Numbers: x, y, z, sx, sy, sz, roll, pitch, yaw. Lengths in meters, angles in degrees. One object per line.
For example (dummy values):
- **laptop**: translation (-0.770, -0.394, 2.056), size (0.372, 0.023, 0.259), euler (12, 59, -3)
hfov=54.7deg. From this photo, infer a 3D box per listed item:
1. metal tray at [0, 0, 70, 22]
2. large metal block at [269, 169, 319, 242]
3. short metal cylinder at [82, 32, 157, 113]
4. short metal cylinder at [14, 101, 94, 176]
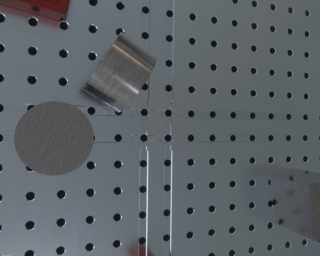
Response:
- **metal tray**: translation (-0.142, -0.201, 0.357), size (0.091, 0.030, 0.129), euler (11, 86, -20)
- **large metal block**: translation (0.216, 0.111, 0.463), size (0.050, 0.080, 0.080), euler (-11, 94, -20)
- **short metal cylinder**: translation (-0.048, -0.065, 0.365), size (0.050, 0.080, 0.080), euler (35, 79, -17)
- **short metal cylinder**: translation (-0.120, 0.011, 0.355), size (0.081, 0.050, 0.079), euler (0, 90, -20)
